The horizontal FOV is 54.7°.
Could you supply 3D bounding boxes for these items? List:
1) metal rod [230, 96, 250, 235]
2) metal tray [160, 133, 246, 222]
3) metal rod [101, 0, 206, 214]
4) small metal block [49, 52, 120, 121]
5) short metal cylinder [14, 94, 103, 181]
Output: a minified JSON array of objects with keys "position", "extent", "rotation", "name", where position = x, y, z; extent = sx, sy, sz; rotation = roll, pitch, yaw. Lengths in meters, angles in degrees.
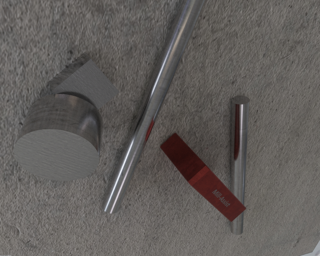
[{"position":[0.134,0.081,0.529],"extent":[0.025,0.025,0.298],"rotation":[-20,126,-16],"name":"metal rod"},{"position":[0.062,0.071,0.442],"extent":[0.030,0.090,0.130],"rotation":[-43,130,1],"name":"metal tray"},{"position":[-0.016,-0.017,0.387],"extent":[0.025,0.025,0.298],"rotation":[10,113,-33],"name":"metal rod"},{"position":[-0.081,-0.044,0.335],"extent":[0.050,0.025,0.050],"rotation":[-40,129,-1],"name":"small metal block"},{"position":[-0.102,0.011,0.323],"extent":[0.081,0.050,0.080],"rotation":[-2,135,-2],"name":"short metal cylinder"}]
